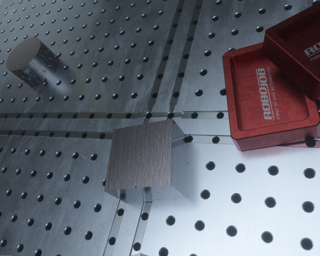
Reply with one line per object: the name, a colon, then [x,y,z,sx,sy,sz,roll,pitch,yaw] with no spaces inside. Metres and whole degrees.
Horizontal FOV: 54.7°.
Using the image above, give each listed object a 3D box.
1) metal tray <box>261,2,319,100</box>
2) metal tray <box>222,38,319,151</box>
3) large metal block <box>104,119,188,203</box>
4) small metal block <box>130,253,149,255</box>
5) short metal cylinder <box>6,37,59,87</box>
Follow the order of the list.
metal tray: [0.191,-0.096,0.336,0.131,0.030,0.090,-29,59,-8]
metal tray: [0.126,-0.043,0.364,0.090,0.030,0.130,-12,57,21]
large metal block: [-0.014,0.042,0.373,0.080,0.050,0.080,-10,57,22]
small metal block: [-0.034,0.165,0.324,0.050,0.025,0.050,-22,54,15]
short metal cylinder: [-0.244,-0.127,0.595,0.080,0.050,0.080,-13,56,20]
